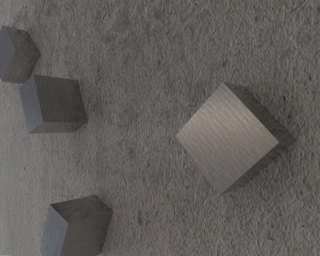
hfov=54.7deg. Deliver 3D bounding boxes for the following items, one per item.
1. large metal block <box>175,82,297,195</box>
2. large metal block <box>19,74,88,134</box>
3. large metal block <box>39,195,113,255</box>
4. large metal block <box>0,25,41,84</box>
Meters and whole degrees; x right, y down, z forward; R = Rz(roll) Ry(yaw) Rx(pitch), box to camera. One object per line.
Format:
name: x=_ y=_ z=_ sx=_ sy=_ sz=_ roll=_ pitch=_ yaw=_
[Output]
large metal block: x=0.077 y=0.010 z=0.325 sx=0.080 sy=0.050 sz=0.080 roll=-51 pitch=60 yaw=28
large metal block: x=-0.177 y=-0.037 z=0.515 sx=0.050 sy=0.081 sz=0.080 roll=-27 pitch=73 yaw=37
large metal block: x=-0.127 y=0.157 z=0.475 sx=0.050 sy=0.081 sz=0.079 roll=27 pitch=107 yaw=37
large metal block: x=-0.297 y=-0.148 z=0.635 sx=0.080 sy=0.050 sz=0.080 roll=-52 pitch=60 yaw=27
